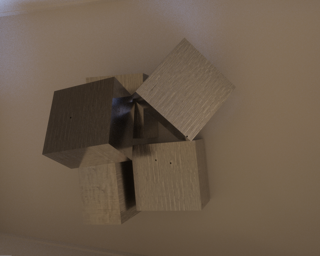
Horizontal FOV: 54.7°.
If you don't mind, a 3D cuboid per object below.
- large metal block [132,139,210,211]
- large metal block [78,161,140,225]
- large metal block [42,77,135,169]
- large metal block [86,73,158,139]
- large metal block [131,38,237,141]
[{"bbox_3d":[0.014,0.057,0.388,0.080,0.050,0.080,-6,88,19],"label":"large metal block"},{"bbox_3d":[-0.058,0.073,0.399,0.050,0.080,0.080,-7,88,19],"label":"large metal block"},{"bbox_3d":[-0.078,-0.004,0.353,0.080,0.050,0.080,-10,61,19],"label":"large metal block"},{"bbox_3d":[-0.050,-0.027,0.412,0.080,0.050,0.079,-1,90,19],"label":"large metal block"},{"bbox_3d":[0.025,-0.042,0.359,0.080,0.050,0.080,42,82,-9],"label":"large metal block"}]
